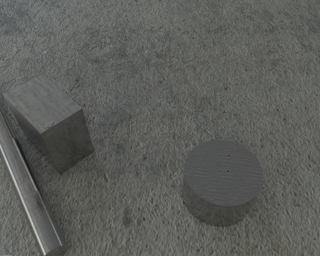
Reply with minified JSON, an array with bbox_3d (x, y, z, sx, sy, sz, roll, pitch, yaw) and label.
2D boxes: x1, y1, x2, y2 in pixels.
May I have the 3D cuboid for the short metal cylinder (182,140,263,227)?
[{"bbox_3d":[0.065,0.059,0.338,0.081,0.050,0.080,0,50,0],"label":"short metal cylinder"}]

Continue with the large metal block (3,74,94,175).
[{"bbox_3d":[-0.130,-0.004,0.370,0.050,0.080,0.080,-37,59,-27],"label":"large metal block"}]

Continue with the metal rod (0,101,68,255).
[{"bbox_3d":[-0.184,0.026,0.379,0.025,0.025,0.300,-27,55,-21],"label":"metal rod"}]
